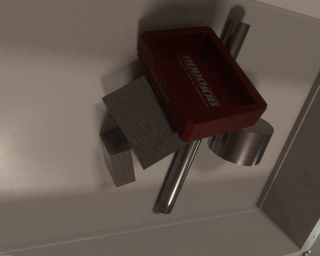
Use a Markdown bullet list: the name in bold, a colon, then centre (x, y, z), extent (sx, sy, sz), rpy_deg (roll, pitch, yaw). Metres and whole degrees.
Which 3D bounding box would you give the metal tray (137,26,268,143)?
- **metal tray**: centre (0.040, -0.053, 0.331), extent (0.091, 0.130, 0.030), rpy_deg (-13, 148, -22)

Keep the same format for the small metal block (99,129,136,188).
- **small metal block**: centre (-0.053, 0.037, 0.387), extent (0.025, 0.050, 0.050), rpy_deg (-17, 125, -18)

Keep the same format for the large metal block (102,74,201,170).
- **large metal block**: centre (-0.007, -0.012, 0.354), extent (0.080, 0.080, 0.050), rpy_deg (-30, 155, -9)

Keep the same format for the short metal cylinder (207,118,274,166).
- **short metal cylinder**: centre (0.115, 0.011, 0.445), extent (0.081, 0.080, 0.050), rpy_deg (0, 118, -29)

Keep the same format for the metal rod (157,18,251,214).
- **metal rod**: centre (0.054, -0.001, 0.438), extent (0.025, 0.025, 0.298), rpy_deg (6, 116, -32)
